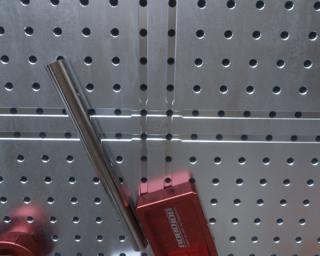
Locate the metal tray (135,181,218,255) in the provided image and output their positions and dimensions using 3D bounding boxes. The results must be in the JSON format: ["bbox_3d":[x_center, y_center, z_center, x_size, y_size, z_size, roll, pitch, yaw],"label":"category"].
[{"bbox_3d":[0.027,0.152,0.466,0.090,0.030,0.129,-18,109,6],"label":"metal tray"}]

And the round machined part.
[{"bbox_3d":[-0.225,0.200,0.476,0.099,0.042,0.097,0,110,0],"label":"round machined part"}]

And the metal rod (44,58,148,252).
[{"bbox_3d":[-0.080,0.050,0.431,0.025,0.025,0.299,-19,109,7],"label":"metal rod"}]
